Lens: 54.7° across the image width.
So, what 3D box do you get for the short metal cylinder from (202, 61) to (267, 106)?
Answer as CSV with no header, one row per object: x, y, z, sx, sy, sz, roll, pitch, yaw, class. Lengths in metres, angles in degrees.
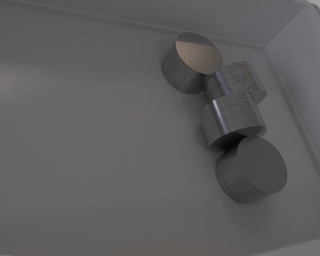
0.110,-0.055,0.463,0.081,0.080,0.050,-8,66,-32,short metal cylinder

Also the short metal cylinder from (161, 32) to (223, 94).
0.049,-0.099,0.476,0.081,0.050,0.080,14,56,-21,short metal cylinder

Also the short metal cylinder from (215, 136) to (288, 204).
0.123,0.057,0.421,0.081,0.050,0.080,13,56,-21,short metal cylinder

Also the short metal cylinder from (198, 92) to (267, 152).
0.099,-0.006,0.427,0.081,0.080,0.050,-2,63,-29,short metal cylinder
